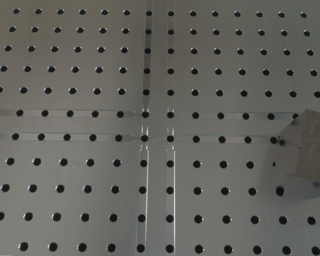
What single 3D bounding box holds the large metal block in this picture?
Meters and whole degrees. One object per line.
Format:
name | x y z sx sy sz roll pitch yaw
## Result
large metal block | 0.177 0.035 0.371 0.050 0.080 0.080 17 71 6
